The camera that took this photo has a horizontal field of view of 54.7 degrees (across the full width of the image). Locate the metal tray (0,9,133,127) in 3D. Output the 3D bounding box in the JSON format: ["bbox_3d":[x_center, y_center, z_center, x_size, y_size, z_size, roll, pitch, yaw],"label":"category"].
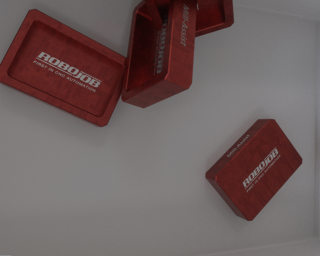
[{"bbox_3d":[-0.108,-0.066,0.367,0.131,0.030,0.090,26,81,-18],"label":"metal tray"}]

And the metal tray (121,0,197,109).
[{"bbox_3d":[-0.001,-0.095,0.347,0.030,0.090,0.130,17,69,-33],"label":"metal tray"}]

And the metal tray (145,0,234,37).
[{"bbox_3d":[0.028,-0.151,0.332,0.090,0.130,0.030,-15,63,9],"label":"metal tray"}]

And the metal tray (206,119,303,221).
[{"bbox_3d":[0.142,0.059,0.460,0.130,0.030,0.090,-43,104,-15],"label":"metal tray"}]
